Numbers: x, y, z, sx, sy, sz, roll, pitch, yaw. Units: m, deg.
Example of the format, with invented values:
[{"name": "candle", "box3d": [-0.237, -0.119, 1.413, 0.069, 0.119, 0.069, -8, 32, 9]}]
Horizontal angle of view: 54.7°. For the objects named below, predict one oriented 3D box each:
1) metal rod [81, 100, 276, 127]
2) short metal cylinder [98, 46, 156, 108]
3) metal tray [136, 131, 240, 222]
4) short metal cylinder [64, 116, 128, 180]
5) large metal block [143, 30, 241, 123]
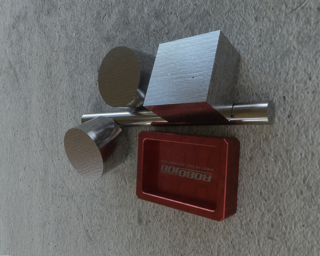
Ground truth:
[{"name": "metal rod", "box3d": [-0.002, -0.014, 0.410, 0.300, 0.025, 0.025, -1, 90, 40]}, {"name": "short metal cylinder", "box3d": [-0.039, -0.066, 0.422, 0.080, 0.050, 0.080, 0, 89, 40]}, {"name": "metal tray", "box3d": [0.029, 0.052, 0.378, 0.130, 0.030, 0.089, 5, 93, 39]}, {"name": "short metal cylinder", "box3d": [-0.093, 0.028, 0.451, 0.080, 0.050, 0.079, 18, 121, 32]}, {"name": "large metal block", "box3d": [0.036, -0.053, 0.344, 0.080, 0.050, 0.080, -1, 68, 40]}]
